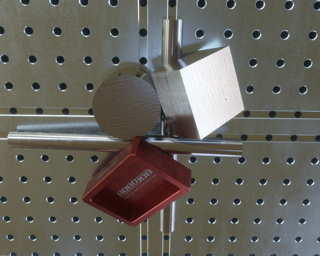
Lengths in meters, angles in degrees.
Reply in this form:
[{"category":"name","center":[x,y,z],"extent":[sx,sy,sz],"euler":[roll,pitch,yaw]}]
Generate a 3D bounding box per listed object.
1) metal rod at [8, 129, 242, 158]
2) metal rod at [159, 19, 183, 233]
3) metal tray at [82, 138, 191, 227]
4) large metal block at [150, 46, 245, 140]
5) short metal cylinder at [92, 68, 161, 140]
[{"category":"metal rod","center":[-0.049,0.020,0.402],"extent":[0.302,0.025,0.025],"euler":[2,110,6]},{"category":"metal rod","center":[0.013,0.011,0.417],"extent":[0.025,0.025,0.298],"euler":[1,110,-1]},{"category":"metal tray","center":[-0.033,0.077,0.411],"extent":[0.090,0.030,0.129],"euler":[34,127,-18]},{"category":"large metal block","center":[0.046,-0.042,0.364],"extent":[0.081,0.050,0.080],"euler":[-31,113,-31]},{"category":"short metal cylinder","center":[-0.039,-0.032,0.388],"extent":[0.081,0.050,0.079],"euler":[0,110,0]}]
